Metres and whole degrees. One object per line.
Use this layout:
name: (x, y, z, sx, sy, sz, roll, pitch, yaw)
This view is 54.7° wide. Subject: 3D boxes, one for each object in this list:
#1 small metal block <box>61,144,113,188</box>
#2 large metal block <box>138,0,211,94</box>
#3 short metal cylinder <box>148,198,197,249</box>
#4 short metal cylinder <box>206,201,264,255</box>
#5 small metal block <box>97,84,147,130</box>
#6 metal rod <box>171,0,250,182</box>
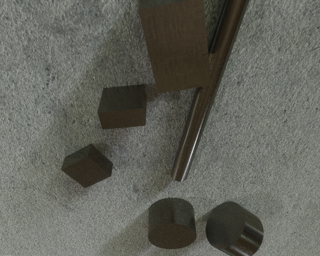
small metal block: (-0.106, 0.057, 0.454, 0.050, 0.025, 0.050, -27, 126, 20)
large metal block: (0.015, -0.091, 0.294, 0.050, 0.080, 0.080, -8, 130, 7)
short metal cylinder: (0.020, 0.165, 0.531, 0.081, 0.050, 0.079, 0, 130, 0)
short metal cylinder: (0.124, 0.171, 0.519, 0.050, 0.080, 0.080, 36, 121, -27)
small metal block: (-0.043, -0.026, 0.368, 0.050, 0.050, 0.025, -5, 130, 4)
metal rod: (0.055, -0.040, 0.373, 0.025, 0.025, 0.298, 7, 130, -7)
